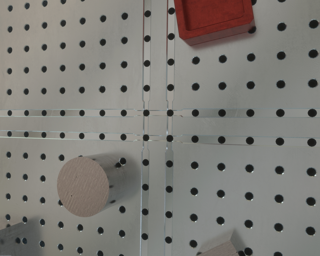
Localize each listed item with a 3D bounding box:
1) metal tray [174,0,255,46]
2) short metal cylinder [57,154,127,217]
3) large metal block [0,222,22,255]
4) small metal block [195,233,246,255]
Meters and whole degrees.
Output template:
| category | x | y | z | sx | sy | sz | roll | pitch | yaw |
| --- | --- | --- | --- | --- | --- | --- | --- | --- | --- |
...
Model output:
| category | x | y | z | sx | sy | sz | roll | pitch | yaw |
| --- | --- | --- | --- | --- | --- | --- | --- | --- | --- |
| metal tray | 0.062 | -0.179 | 0.387 | 0.090 | 0.030 | 0.129 | -9 | 87 | 19 |
| short metal cylinder | -0.094 | 0.078 | 0.433 | 0.080 | 0.050 | 0.080 | 0 | 90 | 20 |
| large metal block | -0.273 | 0.198 | 0.496 | 0.080 | 0.050 | 0.080 | -5 | 88 | 20 |
| small metal block | 0.080 | 0.168 | 0.384 | 0.050 | 0.025 | 0.050 | -33 | 80 | 17 |
